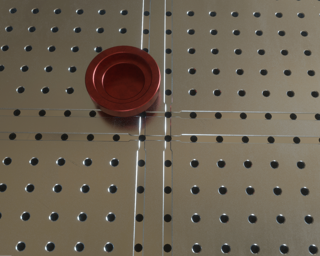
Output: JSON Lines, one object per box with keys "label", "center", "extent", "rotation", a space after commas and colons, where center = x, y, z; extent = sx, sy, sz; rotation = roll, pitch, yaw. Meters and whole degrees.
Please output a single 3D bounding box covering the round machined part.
{"label": "round machined part", "center": [-0.049, -0.060, 0.424], "extent": [0.099, 0.042, 0.098], "rotation": [0, 70, -1]}
